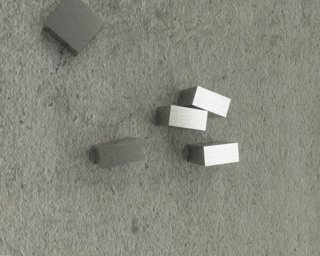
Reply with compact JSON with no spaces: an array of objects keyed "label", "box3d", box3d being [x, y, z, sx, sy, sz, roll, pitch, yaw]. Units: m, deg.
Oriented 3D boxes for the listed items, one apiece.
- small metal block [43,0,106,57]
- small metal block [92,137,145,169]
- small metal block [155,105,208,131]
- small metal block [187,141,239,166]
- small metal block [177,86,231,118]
[{"label":"small metal block","box3d":[-0.103,-0.123,0.371,0.050,0.025,0.050,41,77,-16]},{"label":"small metal block","box3d":[-0.052,0.029,0.377,0.050,0.050,0.025,-12,94,-20]},{"label":"small metal block","box3d":[0.027,-0.012,0.405,0.050,0.050,0.025,8,88,-20]},{"label":"small metal block","box3d":[0.071,0.034,0.422,0.050,0.050,0.025,-5,92,-20]},{"label":"small metal block","box3d":[0.058,-0.033,0.417,0.050,0.050,0.025,19,84,-19]}]
